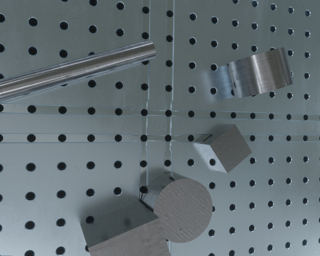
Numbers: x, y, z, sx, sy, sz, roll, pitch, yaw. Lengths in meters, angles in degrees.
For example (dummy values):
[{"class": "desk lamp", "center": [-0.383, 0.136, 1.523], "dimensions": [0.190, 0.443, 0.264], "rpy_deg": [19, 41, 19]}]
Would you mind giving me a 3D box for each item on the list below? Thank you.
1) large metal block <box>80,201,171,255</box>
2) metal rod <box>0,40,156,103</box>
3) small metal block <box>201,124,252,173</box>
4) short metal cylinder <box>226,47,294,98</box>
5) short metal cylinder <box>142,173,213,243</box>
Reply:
[{"class": "large metal block", "center": [-0.044, 0.134, 0.367], "dimensions": [0.081, 0.080, 0.050], "rpy_deg": [-18, 96, -19]}, {"class": "metal rod", "center": [-0.145, -0.054, 0.358], "dimensions": [0.302, 0.025, 0.025], "rpy_deg": [-20, 97, -19]}, {"class": "small metal block", "center": [0.096, 0.029, 0.448], "dimensions": [0.050, 0.025, 0.050], "rpy_deg": [-37, 102, -16]}, {"class": "short metal cylinder", "center": [0.139, -0.077, 0.434], "dimensions": [0.081, 0.080, 0.050], "rpy_deg": [-18, 96, -19]}, {"class": "short metal cylinder", "center": [0.021, 0.102, 0.407], "dimensions": [0.081, 0.050, 0.080], "rpy_deg": [0, 90, -20]}]
